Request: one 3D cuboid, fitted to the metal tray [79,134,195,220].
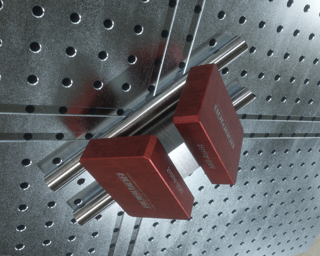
[{"bbox_3d":[-0.023,0.063,0.369,0.090,0.030,0.130,-5,135,27],"label":"metal tray"}]

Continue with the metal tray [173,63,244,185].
[{"bbox_3d":[0.065,-0.001,0.377,0.130,0.030,0.090,56,42,-39],"label":"metal tray"}]

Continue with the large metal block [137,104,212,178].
[{"bbox_3d":[0.016,0.017,0.396,0.080,0.080,0.050,-36,130,-5],"label":"large metal block"}]

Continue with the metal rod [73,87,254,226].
[{"bbox_3d":[0.008,0.038,0.441,0.301,0.025,0.025,-36,130,-5],"label":"metal rod"}]

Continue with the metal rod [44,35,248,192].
[{"bbox_3d":[-0.014,-0.020,0.393,0.301,0.025,0.025,-37,130,-4],"label":"metal rod"}]
